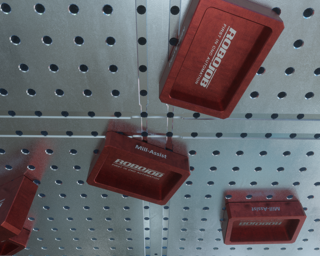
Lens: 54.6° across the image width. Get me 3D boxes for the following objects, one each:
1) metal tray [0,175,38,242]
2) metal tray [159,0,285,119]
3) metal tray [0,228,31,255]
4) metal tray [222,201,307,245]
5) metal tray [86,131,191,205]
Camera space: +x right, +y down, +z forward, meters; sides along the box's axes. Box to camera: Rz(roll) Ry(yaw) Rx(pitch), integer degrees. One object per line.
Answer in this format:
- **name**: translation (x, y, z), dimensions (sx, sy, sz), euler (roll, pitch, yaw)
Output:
- **metal tray**: translation (-0.259, 0.137, 0.482), dimensions (0.130, 0.090, 0.030), euler (-25, 126, 20)
- **metal tray**: translation (0.061, -0.076, 0.343), dimensions (0.091, 0.030, 0.129), euler (14, 129, -12)
- **metal tray**: translation (-0.322, 0.196, 0.571), dimensions (0.090, 0.030, 0.130), euler (-34, 123, 25)
- **metal tray**: translation (0.181, 0.171, 0.554), dimensions (0.131, 0.030, 0.090), euler (-2, 130, 1)
- **metal tray**: translation (-0.032, 0.064, 0.461), dimensions (0.131, 0.030, 0.089), euler (20, 127, -17)
